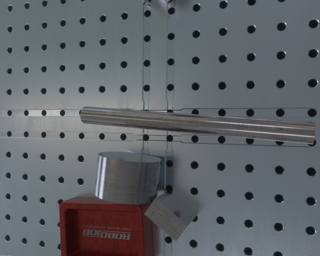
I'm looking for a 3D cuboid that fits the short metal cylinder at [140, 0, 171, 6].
[{"bbox_3d":[-0.012,-0.209,0.403,0.080,0.050,0.079,0,90,20],"label":"short metal cylinder"}]

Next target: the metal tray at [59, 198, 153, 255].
[{"bbox_3d":[-0.077,0.148,0.437,0.130,0.030,0.089,-3,89,19],"label":"metal tray"}]

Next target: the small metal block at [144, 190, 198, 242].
[{"bbox_3d":[0.015,0.110,0.394,0.050,0.050,0.025,37,102,16],"label":"small metal block"}]

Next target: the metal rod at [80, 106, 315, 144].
[{"bbox_3d":[0.033,-0.006,0.400,0.301,0.025,0.025,5,92,19],"label":"metal rod"}]

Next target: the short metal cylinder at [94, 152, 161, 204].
[{"bbox_3d":[-0.041,0.061,0.398,0.080,0.080,0.050,7,93,20],"label":"short metal cylinder"}]
